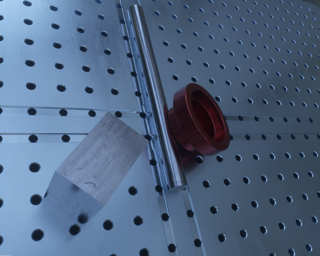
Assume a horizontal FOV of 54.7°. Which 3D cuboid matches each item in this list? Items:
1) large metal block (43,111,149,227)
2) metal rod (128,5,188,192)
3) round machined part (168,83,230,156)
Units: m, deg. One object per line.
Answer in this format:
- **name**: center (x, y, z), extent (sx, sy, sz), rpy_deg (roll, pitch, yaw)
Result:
- **large metal block**: center (-0.065, 0.043, 0.312), extent (0.050, 0.080, 0.080), rpy_deg (37, 51, -4)
- **metal rod**: center (-0.009, -0.059, 0.438), extent (0.025, 0.025, 0.299), rpy_deg (1, 61, -28)
- **round machined part**: center (0.048, -0.007, 0.413), extent (0.098, 0.042, 0.098), rpy_deg (35, 39, -35)
